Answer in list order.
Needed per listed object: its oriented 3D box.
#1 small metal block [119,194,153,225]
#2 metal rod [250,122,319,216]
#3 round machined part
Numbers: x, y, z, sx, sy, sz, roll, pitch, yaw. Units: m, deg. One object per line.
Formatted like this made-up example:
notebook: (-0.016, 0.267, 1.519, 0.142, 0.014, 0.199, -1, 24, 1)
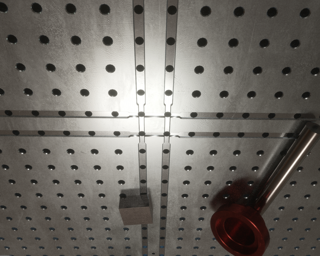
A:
small metal block: (-0.040, 0.141, 0.531, 0.050, 0.025, 0.050, -5, 130, 3)
metal rod: (0.176, 0.111, 0.508, 0.025, 0.025, 0.298, 9, 130, -8)
round machined part: (0.139, 0.169, 0.526, 0.098, 0.042, 0.097, 22, 126, 33)
